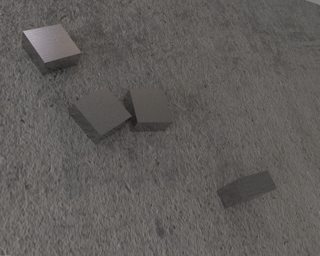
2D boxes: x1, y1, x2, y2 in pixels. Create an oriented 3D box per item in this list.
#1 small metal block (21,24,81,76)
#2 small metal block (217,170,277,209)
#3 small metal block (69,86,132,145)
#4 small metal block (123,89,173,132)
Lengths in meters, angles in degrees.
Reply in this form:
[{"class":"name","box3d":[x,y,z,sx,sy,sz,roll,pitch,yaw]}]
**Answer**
[{"class":"small metal block","box3d":[-0.137,-0.100,0.391,0.050,0.025,0.050,-29,78,-37]},{"class":"small metal block","box3d":[0.111,0.079,0.399,0.050,0.050,0.025,-7,65,-31]},{"class":"small metal block","box3d":[-0.072,-0.016,0.374,0.050,0.025,0.050,49,51,6]},{"class":"small metal block","box3d":[-0.016,-0.023,0.409,0.050,0.025,0.050,-1,62,-29]}]
